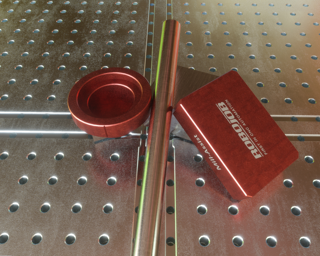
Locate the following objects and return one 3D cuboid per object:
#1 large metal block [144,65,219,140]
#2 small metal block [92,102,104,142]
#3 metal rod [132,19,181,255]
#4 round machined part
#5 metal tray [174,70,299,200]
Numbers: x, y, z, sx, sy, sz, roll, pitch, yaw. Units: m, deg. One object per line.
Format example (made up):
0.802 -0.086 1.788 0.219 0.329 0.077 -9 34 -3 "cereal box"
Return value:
0.030 -0.036 0.417 0.080 0.050 0.080 18 52 14 "large metal block"
-0.072 -0.015 0.416 0.050 0.025 0.050 -17 52 -14 "small metal block"
0.000 0.000 0.351 0.025 0.025 0.299 5 66 4 "metal rod"
-0.058 -0.026 0.378 0.099 0.042 0.098 -2 51 2 "round machined part"
0.088 0.006 0.363 0.091 0.030 0.130 -32 82 -23 "metal tray"
